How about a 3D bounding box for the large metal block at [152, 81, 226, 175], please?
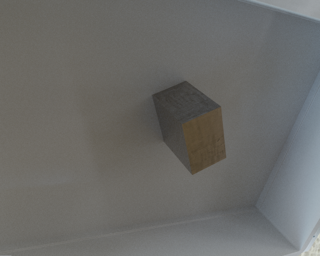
[{"bbox_3d":[0.037,-0.002,0.394,0.050,0.080,0.080,-25,128,-14],"label":"large metal block"}]
